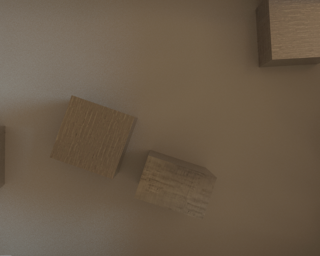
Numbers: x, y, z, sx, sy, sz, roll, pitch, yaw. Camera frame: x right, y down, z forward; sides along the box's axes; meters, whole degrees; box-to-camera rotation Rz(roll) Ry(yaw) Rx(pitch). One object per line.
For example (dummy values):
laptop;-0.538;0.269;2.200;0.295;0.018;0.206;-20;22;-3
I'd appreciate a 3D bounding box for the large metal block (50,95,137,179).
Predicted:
large metal block;-0.082;0.011;0.398;0.080;0.050;0.080;19;90;0

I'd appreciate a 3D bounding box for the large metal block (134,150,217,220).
large metal block;0.017;0.066;0.384;0.080;0.080;0.050;18;90;0

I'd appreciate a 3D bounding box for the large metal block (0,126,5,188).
large metal block;-0.243;0.037;0.387;0.081;0.050;0.080;1;90;-16

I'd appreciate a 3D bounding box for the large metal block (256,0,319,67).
large metal block;0.174;-0.125;0.400;0.080;0.050;0.080;-3;90;0
